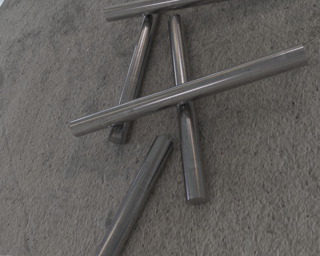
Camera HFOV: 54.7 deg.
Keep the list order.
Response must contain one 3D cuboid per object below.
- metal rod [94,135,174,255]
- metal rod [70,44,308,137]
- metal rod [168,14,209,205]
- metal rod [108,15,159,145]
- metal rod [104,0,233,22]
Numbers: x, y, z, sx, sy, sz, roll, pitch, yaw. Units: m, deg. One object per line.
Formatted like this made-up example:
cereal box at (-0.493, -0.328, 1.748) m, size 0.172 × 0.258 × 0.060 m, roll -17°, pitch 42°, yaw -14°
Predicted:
metal rod at (-0.060, 0.143, 0.347) m, size 0.025 × 0.025 × 0.300 m, roll 16°, pitch 70°, yaw 34°
metal rod at (0.020, -0.039, 0.384) m, size 0.301 × 0.025 × 0.025 m, roll -16°, pitch 55°, yaw 18°
metal rod at (0.033, -0.046, 0.415) m, size 0.025 × 0.025 × 0.299 m, roll -16°, pitch 55°, yaw 19°
metal rod at (-0.031, -0.114, 0.490) m, size 0.025 × 0.025 × 0.300 m, roll -2°, pitch 60°, yaw 27°
metal rod at (0.053, -0.200, 0.477) m, size 0.301 × 0.025 × 0.025 m, roll -3°, pitch 60°, yaw 19°
